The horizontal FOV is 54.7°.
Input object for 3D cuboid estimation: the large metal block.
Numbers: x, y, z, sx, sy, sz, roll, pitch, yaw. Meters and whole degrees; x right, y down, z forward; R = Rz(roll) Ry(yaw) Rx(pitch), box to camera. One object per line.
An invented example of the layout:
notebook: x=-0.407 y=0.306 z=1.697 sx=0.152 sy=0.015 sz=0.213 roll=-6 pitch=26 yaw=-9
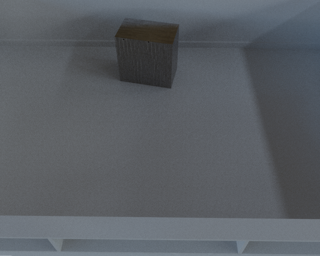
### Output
large metal block: x=-0.017 y=-0.111 z=0.462 sx=0.080 sy=0.080 sz=0.050 roll=9 pitch=51 yaw=8
